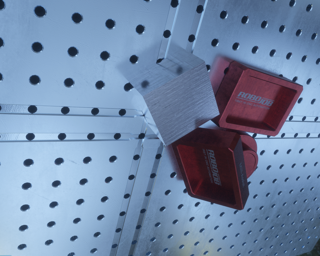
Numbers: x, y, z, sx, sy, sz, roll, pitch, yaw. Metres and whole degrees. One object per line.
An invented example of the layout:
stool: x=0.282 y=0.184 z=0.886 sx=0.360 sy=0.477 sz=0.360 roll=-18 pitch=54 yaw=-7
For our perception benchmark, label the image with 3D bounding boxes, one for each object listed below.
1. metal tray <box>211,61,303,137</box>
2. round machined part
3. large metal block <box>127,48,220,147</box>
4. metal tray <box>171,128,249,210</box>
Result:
metal tray: x=0.143 y=-0.039 z=0.461 sx=0.131 sy=0.030 sz=0.089 roll=9 pitch=114 yaw=-32
round machined part: x=0.117 y=0.053 z=0.496 sx=0.099 sy=0.042 sz=0.097 roll=-14 pitch=124 yaw=-21
large metal block: x=0.018 y=-0.038 z=0.381 sx=0.080 sy=0.050 sz=0.080 roll=-31 pitch=129 yaw=-9
metal tray: x=0.074 y=0.058 z=0.444 sx=0.030 sy=0.090 sz=0.129 roll=-54 pitch=139 yaw=-37
